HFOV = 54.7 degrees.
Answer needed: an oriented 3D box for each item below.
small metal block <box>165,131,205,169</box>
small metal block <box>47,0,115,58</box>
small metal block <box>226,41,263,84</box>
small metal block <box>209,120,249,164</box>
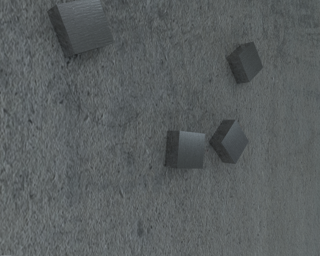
[{"bbox_3d":[0.035,0.031,0.434,0.050,0.025,0.050,7,86,-40],"label":"small metal block"},{"bbox_3d":[-0.084,-0.108,0.334,0.050,0.025,0.050,-29,108,-36],"label":"small metal block"},{"bbox_3d":[0.145,-0.111,0.525,0.050,0.025,0.050,-44,116,-31],"label":"small metal block"},{"bbox_3d":[0.112,0.022,0.498,0.050,0.025,0.050,-52,121,-27],"label":"small metal block"}]
